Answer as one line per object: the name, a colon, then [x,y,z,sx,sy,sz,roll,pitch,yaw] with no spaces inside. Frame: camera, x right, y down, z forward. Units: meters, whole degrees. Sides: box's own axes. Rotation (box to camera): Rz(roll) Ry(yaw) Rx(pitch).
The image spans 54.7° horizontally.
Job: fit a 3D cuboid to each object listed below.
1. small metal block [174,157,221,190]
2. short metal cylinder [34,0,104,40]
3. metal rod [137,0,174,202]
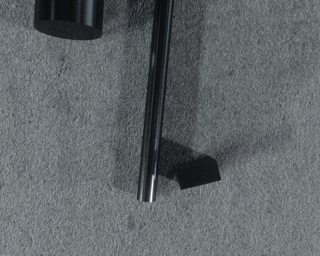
small metal block: [0.047,0.057,0.398,0.050,0.050,0.025,-14,90,0]
short metal cylinder: [-0.111,-0.144,0.381,0.081,0.080,0.050,3,90,-1]
metal rod: [-0.004,-0.054,0.409,0.025,0.025,0.298,5,90,-1]
